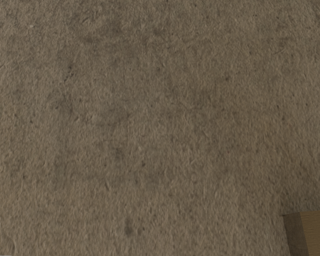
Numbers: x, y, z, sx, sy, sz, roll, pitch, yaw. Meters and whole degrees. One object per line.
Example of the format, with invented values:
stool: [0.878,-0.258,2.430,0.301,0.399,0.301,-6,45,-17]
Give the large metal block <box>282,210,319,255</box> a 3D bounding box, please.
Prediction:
large metal block: [0.195,0.134,0.348,0.081,0.050,0.080,-4,70,-2]
